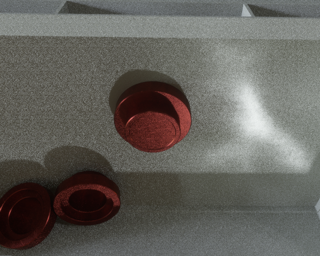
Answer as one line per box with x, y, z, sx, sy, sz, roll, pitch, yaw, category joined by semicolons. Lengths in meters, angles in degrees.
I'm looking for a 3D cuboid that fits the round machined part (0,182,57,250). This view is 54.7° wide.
-0.204;0.138;0.481;0.098;0.098;0.042;-11;151;9;round machined part

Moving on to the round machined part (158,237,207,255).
0.045;0.255;0.618;0.099;0.042;0.097;0;130;0;round machined part

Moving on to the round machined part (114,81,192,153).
-0.009;-0.007;0.392;0.099;0.042;0.097;0;130;0;round machined part

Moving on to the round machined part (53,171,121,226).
-0.111;0.104;0.480;0.099;0.042;0.097;-5;128;-6;round machined part
